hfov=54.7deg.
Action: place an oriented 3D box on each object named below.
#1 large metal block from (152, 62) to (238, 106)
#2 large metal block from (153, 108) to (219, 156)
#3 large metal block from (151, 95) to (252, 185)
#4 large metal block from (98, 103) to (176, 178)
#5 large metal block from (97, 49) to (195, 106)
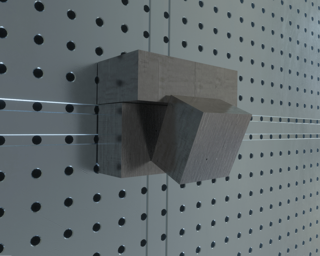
[{"bbox_3d":[0.045,-0.051,0.412,0.081,0.080,0.050,1,90,-40],"label":"large metal block"},{"bbox_3d":[0.037,0.014,0.423,0.081,0.050,0.079,1,90,-40],"label":"large metal block"},{"bbox_3d":[0.046,0.011,0.347,0.081,0.050,0.079,0,114,-40],"label":"large metal block"},{"bbox_3d":[-0.026,0.013,0.371,0.081,0.050,0.079,1,90,-40],"label":"large metal block"},{"bbox_3d":[-0.017,-0.052,0.360,0.081,0.080,0.050,1,90,-40],"label":"large metal block"}]
